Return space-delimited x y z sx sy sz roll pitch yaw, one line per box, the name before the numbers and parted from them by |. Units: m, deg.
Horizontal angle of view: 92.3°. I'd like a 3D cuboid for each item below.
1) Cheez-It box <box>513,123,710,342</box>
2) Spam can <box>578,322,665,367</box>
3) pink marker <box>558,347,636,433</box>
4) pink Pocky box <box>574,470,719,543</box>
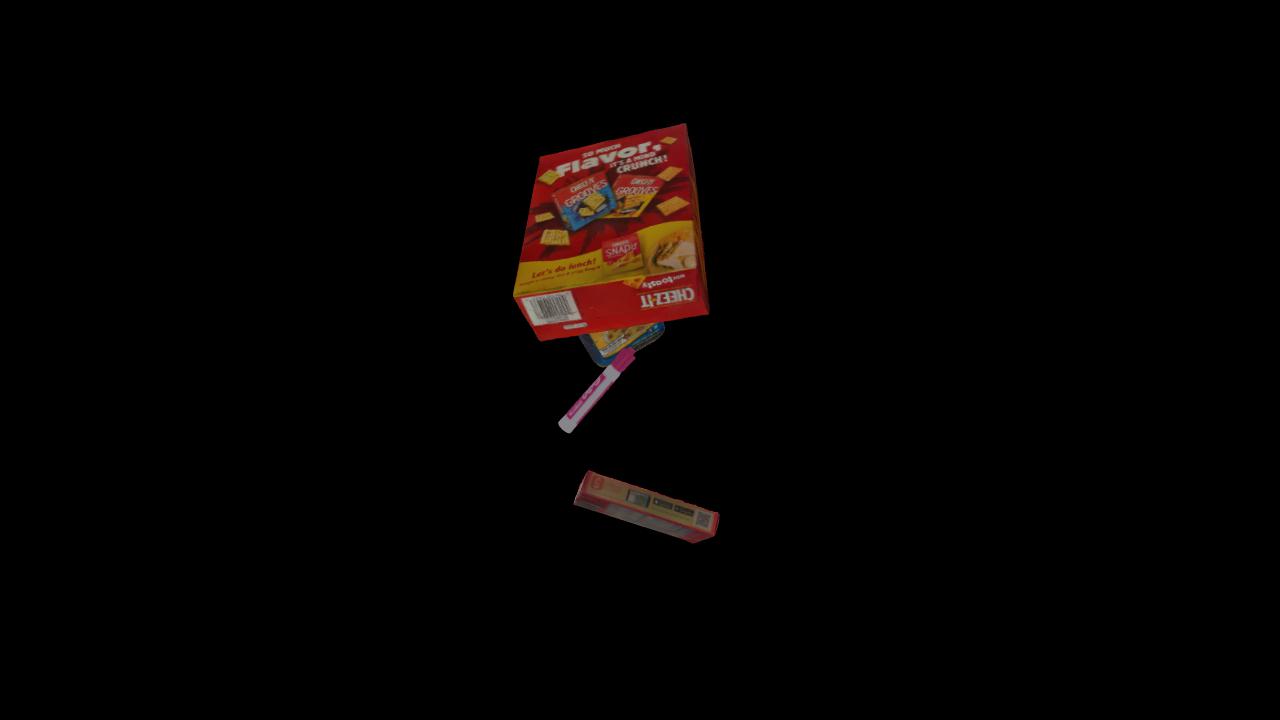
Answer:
Cheez-It box | -0.025 -0.131 0.606 0.166 0.223 0.071 -9 -39 10
Spam can | -0.028 -0.050 0.726 0.101 0.058 0.085 -29 -44 -1
pink marker | -0.047 0.033 0.687 0.020 0.121 0.020 40 11 -9
pink Pocky box | 0.005 0.168 0.696 0.155 0.029 0.084 19 -24 -3
